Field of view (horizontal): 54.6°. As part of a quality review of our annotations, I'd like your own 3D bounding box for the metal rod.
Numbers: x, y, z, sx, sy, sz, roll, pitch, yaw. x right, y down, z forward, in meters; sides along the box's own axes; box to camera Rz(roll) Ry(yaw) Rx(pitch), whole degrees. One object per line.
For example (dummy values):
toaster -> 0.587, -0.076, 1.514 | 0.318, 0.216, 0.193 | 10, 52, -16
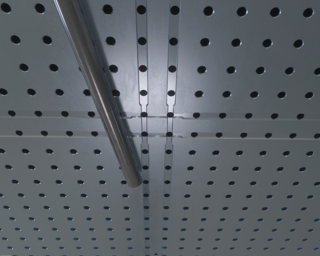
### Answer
metal rod -> -0.067, -0.029, 0.386 | 0.025, 0.025, 0.299 | -8, 130, 7
